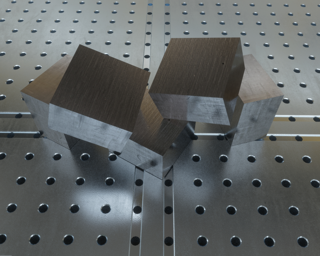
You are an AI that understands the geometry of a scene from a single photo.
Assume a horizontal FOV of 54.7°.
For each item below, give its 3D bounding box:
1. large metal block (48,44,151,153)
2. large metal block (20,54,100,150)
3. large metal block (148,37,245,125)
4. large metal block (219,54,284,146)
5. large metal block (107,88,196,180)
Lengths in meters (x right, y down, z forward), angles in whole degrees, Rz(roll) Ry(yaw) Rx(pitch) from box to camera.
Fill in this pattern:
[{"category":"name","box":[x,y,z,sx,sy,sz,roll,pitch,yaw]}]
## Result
[{"category":"large metal block","box":[-0.064,-0.030,0.331,0.080,0.050,0.080,20,57,-10]},{"category":"large metal block","box":[-0.118,-0.034,0.398,0.050,0.080,0.080,24,54,18]},{"category":"large metal block","box":[0.044,-0.054,0.347,0.080,0.050,0.080,7,62,25]},{"category":"large metal block","box":[0.106,-0.036,0.404,0.050,0.080,0.080,-13,51,-11]},{"category":"large metal block","box":[-0.010,0.004,0.387,0.080,0.050,0.080,26,54,19]}]
